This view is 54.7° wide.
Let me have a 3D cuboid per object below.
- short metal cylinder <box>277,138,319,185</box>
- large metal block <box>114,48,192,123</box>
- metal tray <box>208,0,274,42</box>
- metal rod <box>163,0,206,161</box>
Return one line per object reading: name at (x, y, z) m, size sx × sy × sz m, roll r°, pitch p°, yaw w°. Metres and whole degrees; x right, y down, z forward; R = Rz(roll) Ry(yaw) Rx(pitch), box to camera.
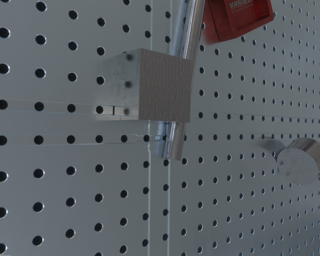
short metal cylinder at (0.280, 0.065, 0.608) m, size 0.050 × 0.080 × 0.080 m, roll -29°, pitch 108°, yaw -36°
large metal block at (-0.008, -0.048, 0.386) m, size 0.081 × 0.050 × 0.080 m, roll 2°, pitch 89°, yaw -40°
metal tray at (0.138, -0.208, 0.521) m, size 0.131 × 0.030 × 0.090 m, roll -32°, pitch 110°, yaw -35°
metal rod at (0.041, -0.103, 0.442) m, size 0.025 × 0.025 × 0.299 m, roll 16°, pitch 80°, yaw -39°
